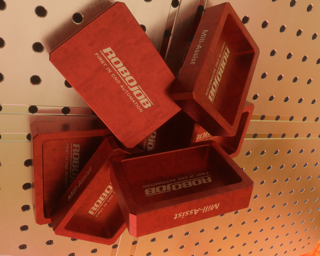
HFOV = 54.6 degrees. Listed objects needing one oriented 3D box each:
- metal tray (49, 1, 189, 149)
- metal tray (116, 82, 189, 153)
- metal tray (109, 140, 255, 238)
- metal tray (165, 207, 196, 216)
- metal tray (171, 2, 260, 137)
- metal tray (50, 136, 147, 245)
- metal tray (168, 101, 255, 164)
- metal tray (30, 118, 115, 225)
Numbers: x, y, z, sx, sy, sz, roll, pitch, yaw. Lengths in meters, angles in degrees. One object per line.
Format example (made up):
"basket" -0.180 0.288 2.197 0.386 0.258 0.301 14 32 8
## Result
"metal tray" -0.039 -0.053 0.331 0.090 0.030 0.130 -39 114 -2
"metal tray" -0.011 0.007 0.405 0.091 0.030 0.129 -6 119 -28
"metal tray" 0.020 0.057 0.331 0.131 0.090 0.030 -9 122 -19
"metal tray" 0.040 0.098 0.447 0.090 0.030 0.130 -26 161 -12
"metal tray" 0.070 -0.066 0.361 0.090 0.030 0.130 38 64 -38
"metal tray" -0.062 0.082 0.385 0.090 0.030 0.130 30 102 -38
"metal tray" 0.072 0.011 0.430 0.131 0.030 0.089 -16 127 -40
"metal tray" -0.108 0.053 0.382 0.091 0.030 0.129 -5 120 -27
